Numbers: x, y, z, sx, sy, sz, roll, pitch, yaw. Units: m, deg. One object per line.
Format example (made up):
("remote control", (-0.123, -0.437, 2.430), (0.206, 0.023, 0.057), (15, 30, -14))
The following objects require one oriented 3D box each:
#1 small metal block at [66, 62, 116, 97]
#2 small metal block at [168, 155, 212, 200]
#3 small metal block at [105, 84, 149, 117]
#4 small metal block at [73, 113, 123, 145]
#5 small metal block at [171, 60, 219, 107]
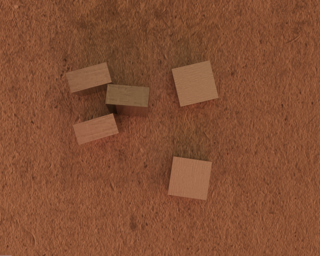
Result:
("small metal block", (-0.085, -0.061, 0.397), (0.050, 0.050, 0.025), (-15, 90, 0))
("small metal block", (0.039, 0.065, 0.410), (0.050, 0.025, 0.050), (8, 90, 0))
("small metal block", (-0.039, -0.034, 0.395), (0.050, 0.050, 0.025), (4, 78, 0))
("small metal block", (-0.077, 0.001, 0.397), (0.050, 0.050, 0.025), (-17, 91, 0))
("small metal block", (0.045, -0.057, 0.410), (0.050, 0.025, 0.050), (-13, 90, 0))
